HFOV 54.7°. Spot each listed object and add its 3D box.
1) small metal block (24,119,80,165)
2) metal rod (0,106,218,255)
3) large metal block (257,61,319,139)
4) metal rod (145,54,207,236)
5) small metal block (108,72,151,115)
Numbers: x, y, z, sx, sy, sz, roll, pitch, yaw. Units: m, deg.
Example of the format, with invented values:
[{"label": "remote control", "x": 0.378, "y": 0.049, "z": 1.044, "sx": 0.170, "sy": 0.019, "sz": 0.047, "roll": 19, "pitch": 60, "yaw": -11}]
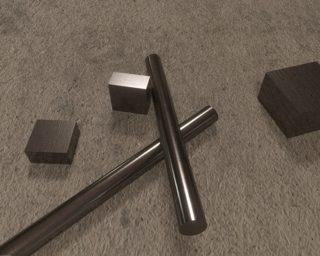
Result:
[{"label": "small metal block", "x": -0.133, "y": 0.017, "z": 0.387, "sx": 0.050, "sy": 0.025, "sz": 0.050, "roll": 2, "pitch": 50, "yaw": 1}, {"label": "metal rod", "x": -0.044, "y": 0.056, "z": 0.355, "sx": 0.302, "sy": 0.025, "sz": 0.025, "roll": -33, "pitch": 58, "yaw": -25}, {"label": "large metal block", "x": 0.194, "y": -0.040, "z": 0.423, "sx": 0.081, "sy": 0.050, "sz": 0.080, "roll": -14, "pitch": 52, "yaw": -12}, {"label": "metal rod", "x": 0.009, "y": -0.010, "z": 0.381, "sx": 0.025, "sy": 0.025, "sz": 0.300, "roll": -6, "pitch": 41, "yaw": -5}, {"label": "small metal block", "x": -0.040, "y": -0.047, "z": 0.426, "sx": 0.050, "sy": 0.050, "sz": 0.025, "roll": 8, "pitch": 51, "yaw": 6}]
